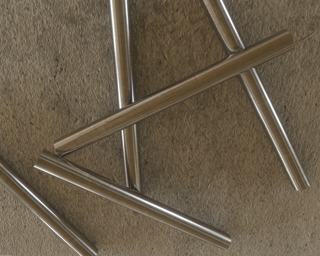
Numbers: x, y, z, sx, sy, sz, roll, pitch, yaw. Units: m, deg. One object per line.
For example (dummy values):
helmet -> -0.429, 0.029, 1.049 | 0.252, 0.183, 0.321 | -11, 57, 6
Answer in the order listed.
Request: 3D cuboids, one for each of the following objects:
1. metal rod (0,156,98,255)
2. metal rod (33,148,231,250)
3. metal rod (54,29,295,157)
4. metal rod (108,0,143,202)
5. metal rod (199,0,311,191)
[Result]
metal rod -> -0.197, 0.086, 0.439 | 0.025, 0.025, 0.300 | -36, 107, 12
metal rod -> -0.023, 0.105, 0.422 | 0.301, 0.025, 0.025 | 29, 108, -21
metal rod -> 0.009, -0.037, 0.368 | 0.301, 0.025, 0.025 | -25, 108, 8
metal rod -> -0.042, -0.035, 0.396 | 0.025, 0.025, 0.298 | -2, 110, 1
metal rod -> 0.126, -0.040, 0.395 | 0.025, 0.025, 0.299 | -29, 108, 10
